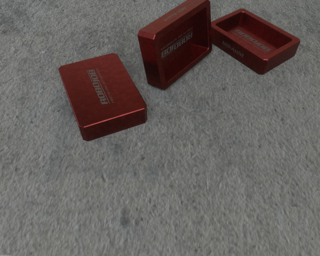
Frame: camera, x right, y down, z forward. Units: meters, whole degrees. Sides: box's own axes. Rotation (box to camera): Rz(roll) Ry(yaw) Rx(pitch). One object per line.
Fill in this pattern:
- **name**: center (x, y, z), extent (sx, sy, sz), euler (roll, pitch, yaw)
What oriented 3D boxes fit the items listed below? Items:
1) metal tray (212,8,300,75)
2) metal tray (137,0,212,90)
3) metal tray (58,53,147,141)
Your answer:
- **metal tray**: center (0.156, -0.152, 0.529), extent (0.091, 0.030, 0.130), euler (-31, 57, -24)
- **metal tray**: center (0.028, -0.128, 0.466), extent (0.030, 0.090, 0.131), euler (26, 54, 34)
- **metal tray**: center (-0.083, -0.049, 0.440), extent (0.091, 0.030, 0.130), euler (-18, 53, -16)
